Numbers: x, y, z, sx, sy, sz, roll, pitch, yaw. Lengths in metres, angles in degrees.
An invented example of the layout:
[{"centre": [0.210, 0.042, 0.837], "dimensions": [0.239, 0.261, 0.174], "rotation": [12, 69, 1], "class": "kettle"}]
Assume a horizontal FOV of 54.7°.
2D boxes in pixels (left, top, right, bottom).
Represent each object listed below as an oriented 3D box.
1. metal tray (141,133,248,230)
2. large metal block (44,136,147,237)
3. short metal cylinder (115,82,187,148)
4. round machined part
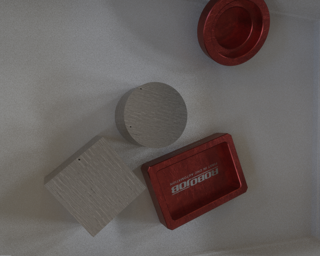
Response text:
[{"centre": [0.050, 0.070, 0.427], "dimensions": [0.131, 0.030, 0.090], "rotation": [-21, 97, -19], "class": "metal tray"}, {"centre": [-0.078, 0.066, 0.369], "dimensions": [0.080, 0.050, 0.080], "rotation": [-41, 104, -16], "class": "large metal block"}, {"centre": [-0.012, -0.015, 0.394], "dimensions": [0.081, 0.050, 0.079], "rotation": [0, 90, -21], "class": "short metal cylinder"}, {"centre": [0.096, -0.138, 0.425], "dimensions": [0.099, 0.042, 0.097], "rotation": [-9, 121, -16], "class": "round machined part"}]
